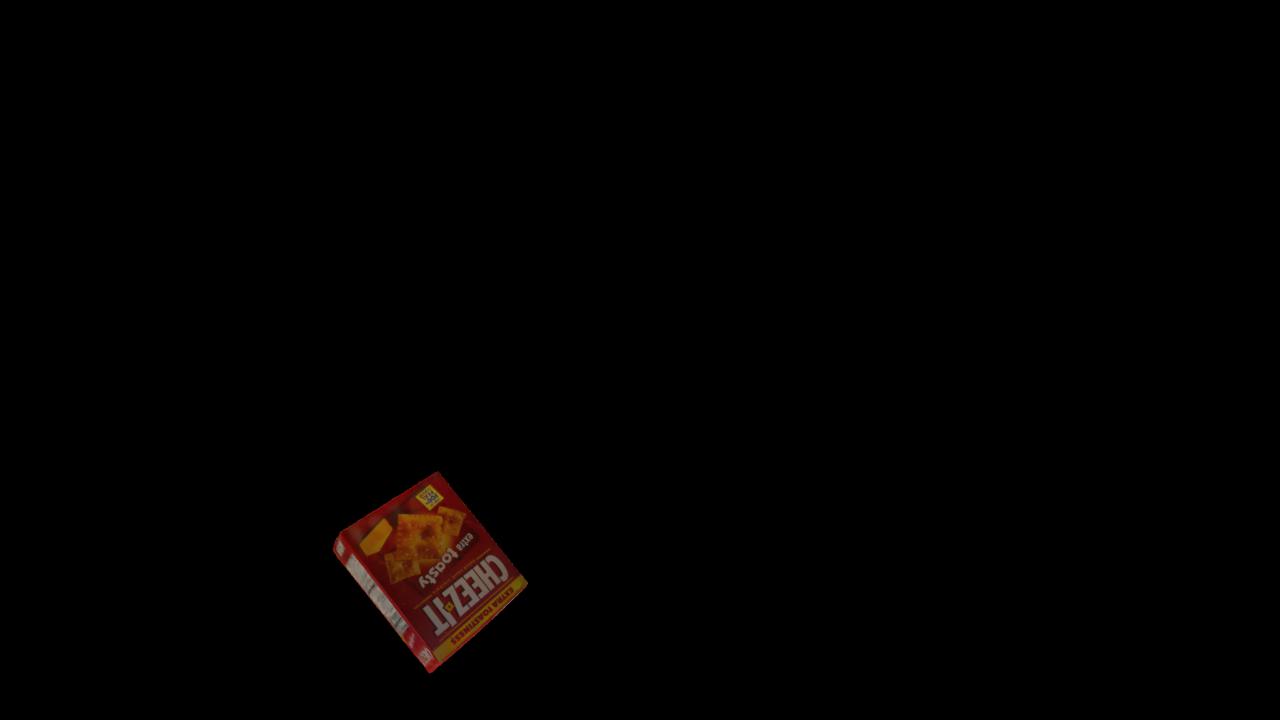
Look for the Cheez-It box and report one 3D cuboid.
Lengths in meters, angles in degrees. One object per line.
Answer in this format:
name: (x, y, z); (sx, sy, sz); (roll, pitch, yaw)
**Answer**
Cheez-It box: (-0.295, 0.295, 0.877); (0.166, 0.223, 0.071); (-33, -12, -47)
